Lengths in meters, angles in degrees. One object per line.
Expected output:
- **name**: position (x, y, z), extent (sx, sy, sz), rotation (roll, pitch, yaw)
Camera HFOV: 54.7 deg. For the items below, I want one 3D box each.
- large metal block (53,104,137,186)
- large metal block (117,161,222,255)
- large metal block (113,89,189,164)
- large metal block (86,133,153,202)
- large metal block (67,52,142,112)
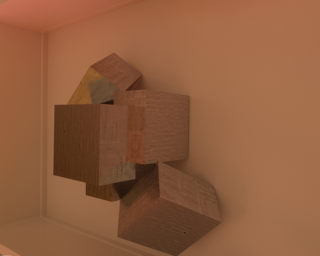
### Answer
- **large metal block**: position (-0.073, 0.015, 0.344), extent (0.080, 0.050, 0.079), rotation (2, 92, 40)
- **large metal block**: position (0.009, 0.094, 0.352), extent (0.080, 0.080, 0.050), rotation (-49, 26, 29)
- **large metal block**: position (-0.009, -0.002, 0.375), extent (0.050, 0.081, 0.080), rotation (1, 91, 40)
- **large metal block**: position (-0.049, 0.047, 0.410), extent (0.050, 0.081, 0.080), rotation (1, 91, 40)
- **large metal block**: position (-0.077, -0.048, 0.423), extent (0.050, 0.080, 0.080), rotation (37, 118, -5)
